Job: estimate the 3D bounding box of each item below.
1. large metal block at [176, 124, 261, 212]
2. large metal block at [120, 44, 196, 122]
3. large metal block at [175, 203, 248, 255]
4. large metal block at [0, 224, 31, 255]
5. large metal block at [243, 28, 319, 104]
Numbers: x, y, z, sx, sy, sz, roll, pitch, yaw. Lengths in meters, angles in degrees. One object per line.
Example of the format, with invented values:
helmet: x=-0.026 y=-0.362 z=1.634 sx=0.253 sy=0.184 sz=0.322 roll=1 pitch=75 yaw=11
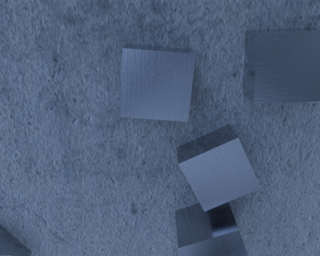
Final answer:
large metal block: x=0.077 y=0.053 z=0.417 sx=0.080 sy=0.050 sz=0.080 roll=-25 pitch=109 yaw=8
large metal block: x=-0.004 y=-0.056 z=0.376 sx=0.081 sy=0.050 sz=0.079 roll=4 pitch=110 yaw=-2
large metal block: x=0.069 y=0.148 z=0.436 sx=0.080 sy=0.080 sz=0.050 roll=-19 pitch=109 yaw=6
large metal block: x=-0.261 y=0.199 z=0.466 sx=0.080 sy=0.050 sz=0.080 roll=-35 pitch=107 yaw=11
large metal block: x=0.148 y=-0.076 z=0.371 sx=0.081 sy=0.050 sz=0.079 roll=-2 pitch=110 yaw=0
